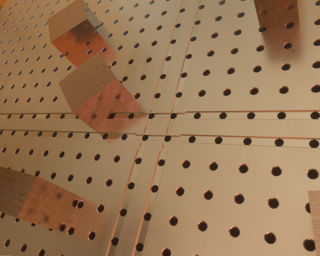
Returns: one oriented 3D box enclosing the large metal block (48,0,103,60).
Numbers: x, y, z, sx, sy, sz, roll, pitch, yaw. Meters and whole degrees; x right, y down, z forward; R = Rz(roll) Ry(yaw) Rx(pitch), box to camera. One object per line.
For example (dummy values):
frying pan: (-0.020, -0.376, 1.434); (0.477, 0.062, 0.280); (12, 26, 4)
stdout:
large metal block: (-0.165, -0.192, 0.598); (0.080, 0.050, 0.080); (-29, 52, 10)

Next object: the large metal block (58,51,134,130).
large metal block: (-0.100, -0.059, 0.483); (0.080, 0.050, 0.080); (-38, 51, 2)

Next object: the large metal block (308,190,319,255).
large metal block: (0.168, 0.094, 0.246); (0.080, 0.050, 0.080); (-8, 58, 24)

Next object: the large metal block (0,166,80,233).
large metal block: (-0.168, 0.094, 0.405); (0.080, 0.080, 0.050); (6, 65, 31)

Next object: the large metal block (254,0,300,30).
large metal block: (0.156, -0.192, 0.410); (0.050, 0.080, 0.080); (0, 62, 28)
